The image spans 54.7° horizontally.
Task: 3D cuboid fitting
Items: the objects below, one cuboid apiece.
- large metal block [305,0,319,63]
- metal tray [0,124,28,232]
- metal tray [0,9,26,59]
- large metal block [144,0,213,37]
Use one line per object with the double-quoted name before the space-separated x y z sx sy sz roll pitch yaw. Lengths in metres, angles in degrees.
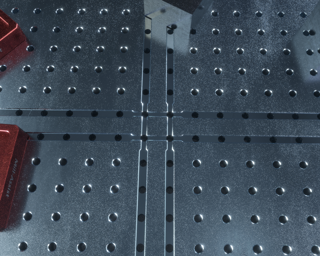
"large metal block" 0.274 -0.144 0.453 0.081 0.050 0.080 -6 70 -2
"metal tray" -0.229 0.058 0.386 0.091 0.030 0.130 5 70 1
"metal tray" -0.279 -0.126 0.452 0.090 0.030 0.130 40 75 13
"large metal block" 0.031 -0.200 0.472 0.080 0.050 0.080 29 73 10
